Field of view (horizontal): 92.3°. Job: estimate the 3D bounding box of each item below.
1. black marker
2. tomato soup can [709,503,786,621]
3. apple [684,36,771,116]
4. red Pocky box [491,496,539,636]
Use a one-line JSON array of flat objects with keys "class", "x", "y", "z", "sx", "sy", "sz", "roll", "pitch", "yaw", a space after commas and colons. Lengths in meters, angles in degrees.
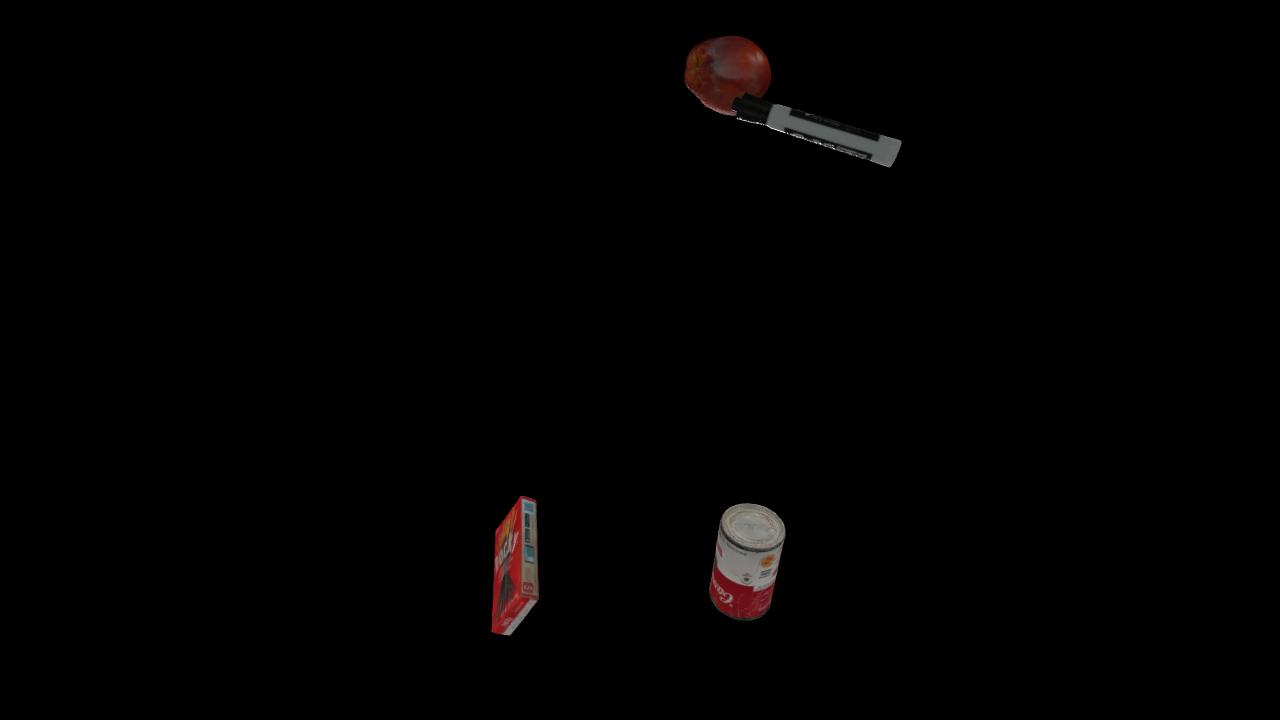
[{"class": "black marker", "x": 0.123, "y": -0.165, "z": 0.438, "sx": 0.121, "sy": 0.020, "sz": 0.020, "roll": 22, "pitch": 4, "yaw": 10}, {"class": "tomato soup can", "x": 0.111, "y": 0.209, "z": 0.639, "sx": 0.068, "sy": 0.101, "sz": 0.068, "roll": 3, "pitch": 29, "yaw": -2}, {"class": "apple", "x": 0.091, "y": -0.296, "z": 0.638, "sx": 0.093, "sy": 0.079, "sz": 0.079, "roll": -6, "pitch": 4, "yaw": -33}, {"class": "red Pocky box", "x": -0.160, "y": 0.259, "z": 0.785, "sx": 0.028, "sy": 0.083, "sz": 0.155, "roll": 22, "pitch": 29, "yaw": -24}]
